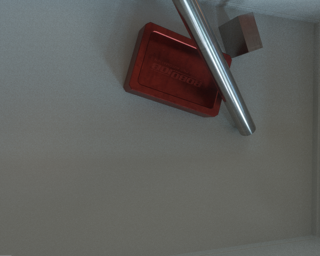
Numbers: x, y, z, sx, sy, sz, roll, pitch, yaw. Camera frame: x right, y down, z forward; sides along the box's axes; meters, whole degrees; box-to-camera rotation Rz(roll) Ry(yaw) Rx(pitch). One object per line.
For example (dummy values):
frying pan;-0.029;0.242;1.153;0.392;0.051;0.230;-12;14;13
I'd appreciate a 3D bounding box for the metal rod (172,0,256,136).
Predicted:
metal rod;0.059;-0.092;0.367;0.025;0.025;0.300;-48;129;-14

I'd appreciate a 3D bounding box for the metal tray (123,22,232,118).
metal tray;0.026;-0.074;0.418;0.131;0.030;0.090;17;84;-20

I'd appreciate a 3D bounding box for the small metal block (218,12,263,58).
small metal block;0.114;-0.130;0.441;0.025;0.050;0.050;-21;98;-19
